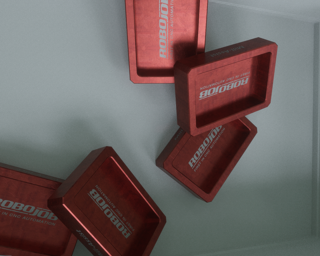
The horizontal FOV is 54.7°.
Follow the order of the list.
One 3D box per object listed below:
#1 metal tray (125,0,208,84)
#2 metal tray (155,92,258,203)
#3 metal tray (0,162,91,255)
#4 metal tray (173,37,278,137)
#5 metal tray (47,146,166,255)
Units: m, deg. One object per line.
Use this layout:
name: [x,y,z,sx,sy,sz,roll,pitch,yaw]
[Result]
metal tray: [0.007,-0.118,0.364,0.091,0.030,0.129,0,121,0]
metal tray: [0.067,0.025,0.434,0.090,0.030,0.130,40,77,-16]
metal tray: [-0.154,0.096,0.351,0.131,0.030,0.090,20,83,-19]
metal tray: [0.083,-0.052,0.385,0.131,0.030,0.089,-20,126,-21]
metal tray: [-0.053,0.097,0.358,0.130,0.030,0.090,56,41,-19]
